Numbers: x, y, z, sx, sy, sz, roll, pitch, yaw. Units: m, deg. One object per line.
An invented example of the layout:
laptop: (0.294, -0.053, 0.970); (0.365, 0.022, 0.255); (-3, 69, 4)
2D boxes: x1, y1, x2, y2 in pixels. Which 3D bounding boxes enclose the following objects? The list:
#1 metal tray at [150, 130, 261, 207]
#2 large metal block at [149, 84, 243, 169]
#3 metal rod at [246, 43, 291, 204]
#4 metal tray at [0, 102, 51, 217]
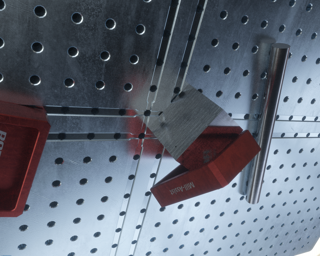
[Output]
metal tray: (0.055, 0.054, 0.400); (0.091, 0.030, 0.129); (-32, 178, -40)
large metal block: (0.044, 0.001, 0.400); (0.080, 0.080, 0.050); (-48, 129, 5)
metal rod: (0.173, 0.011, 0.512); (0.025, 0.025, 0.298); (-15, 125, -20)
metal tray: (-0.181, 0.036, 0.330); (0.091, 0.030, 0.129); (12, 113, -33)
